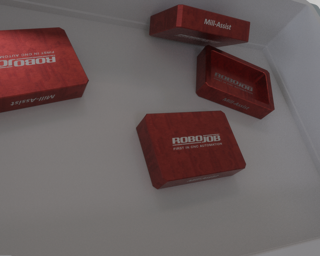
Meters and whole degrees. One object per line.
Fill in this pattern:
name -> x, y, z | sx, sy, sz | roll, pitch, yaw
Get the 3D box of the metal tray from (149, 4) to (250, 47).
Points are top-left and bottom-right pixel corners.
metal tray -> 0.061, -0.153, 0.478 | 0.131, 0.090, 0.030 | 1, 96, -29

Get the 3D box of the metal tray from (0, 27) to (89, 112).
metal tray -> -0.161, -0.069, 0.358 | 0.131, 0.030, 0.090 | -17, 71, -35

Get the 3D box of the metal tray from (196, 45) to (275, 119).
metal tray -> 0.125, -0.076, 0.515 | 0.131, 0.030, 0.090 | 18, 55, -18

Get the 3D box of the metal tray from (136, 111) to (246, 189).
metal tray -> 0.042, 0.024, 0.410 | 0.131, 0.030, 0.090 | -4, 64, -30
